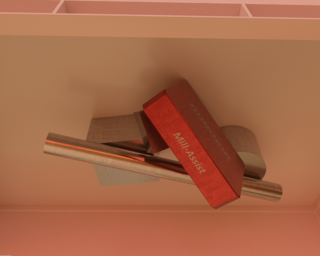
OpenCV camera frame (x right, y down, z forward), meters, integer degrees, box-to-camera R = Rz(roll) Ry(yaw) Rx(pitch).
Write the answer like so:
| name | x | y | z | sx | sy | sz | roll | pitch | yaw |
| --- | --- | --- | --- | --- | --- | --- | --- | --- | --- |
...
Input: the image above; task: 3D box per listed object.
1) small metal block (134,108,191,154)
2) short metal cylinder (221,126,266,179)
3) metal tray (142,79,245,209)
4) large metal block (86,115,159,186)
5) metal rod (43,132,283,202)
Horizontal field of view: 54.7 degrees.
| name | x | y | z | sx | sy | sz | roll | pitch | yaw |
| --- | --- | --- | --- | --- | --- | --- | --- | --- | --- |
| small metal block | 0.003 | -0.003 | 0.361 | 0.050 | 0.025 | 0.050 | -20 | 97 | -18 |
| short metal cylinder | 0.100 | 0.044 | 0.430 | 0.081 | 0.050 | 0.079 | 0 | 130 | 0 |
| metal tray | 0.043 | 0.012 | 0.343 | 0.030 | 0.090 | 0.130 | -34 | 93 | 24 |
| large metal block | -0.046 | 0.030 | 0.416 | 0.080 | 0.050 | 0.080 | -6 | 130 | 4 |
| metal rod | 0.014 | 0.052 | 0.385 | 0.302 | 0.025 | 0.025 | 14 | 129 | -12 |
